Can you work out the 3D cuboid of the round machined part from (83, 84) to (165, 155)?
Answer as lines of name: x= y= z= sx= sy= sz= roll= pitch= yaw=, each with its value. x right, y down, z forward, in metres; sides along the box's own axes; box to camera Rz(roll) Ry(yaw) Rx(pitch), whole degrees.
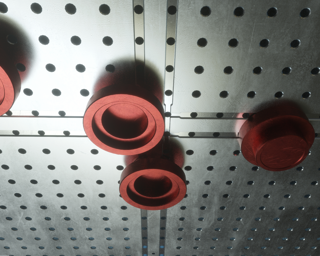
round machined part: x=-0.043 y=-0.015 z=0.388 sx=0.099 sy=0.042 sz=0.097 roll=-1 pitch=130 yaw=0

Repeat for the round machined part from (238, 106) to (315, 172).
round machined part: x=0.160 y=0.022 z=0.422 sx=0.099 sy=0.042 sz=0.097 roll=-1 pitch=130 yaw=0

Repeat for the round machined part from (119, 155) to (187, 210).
round machined part: x=-0.010 y=0.078 z=0.467 sx=0.099 sy=0.042 sz=0.097 roll=-1 pitch=130 yaw=0

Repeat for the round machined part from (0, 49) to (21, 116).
round machined part: x=-0.206 y=-0.060 z=0.346 sx=0.099 sy=0.042 sz=0.097 roll=-1 pitch=130 yaw=0
